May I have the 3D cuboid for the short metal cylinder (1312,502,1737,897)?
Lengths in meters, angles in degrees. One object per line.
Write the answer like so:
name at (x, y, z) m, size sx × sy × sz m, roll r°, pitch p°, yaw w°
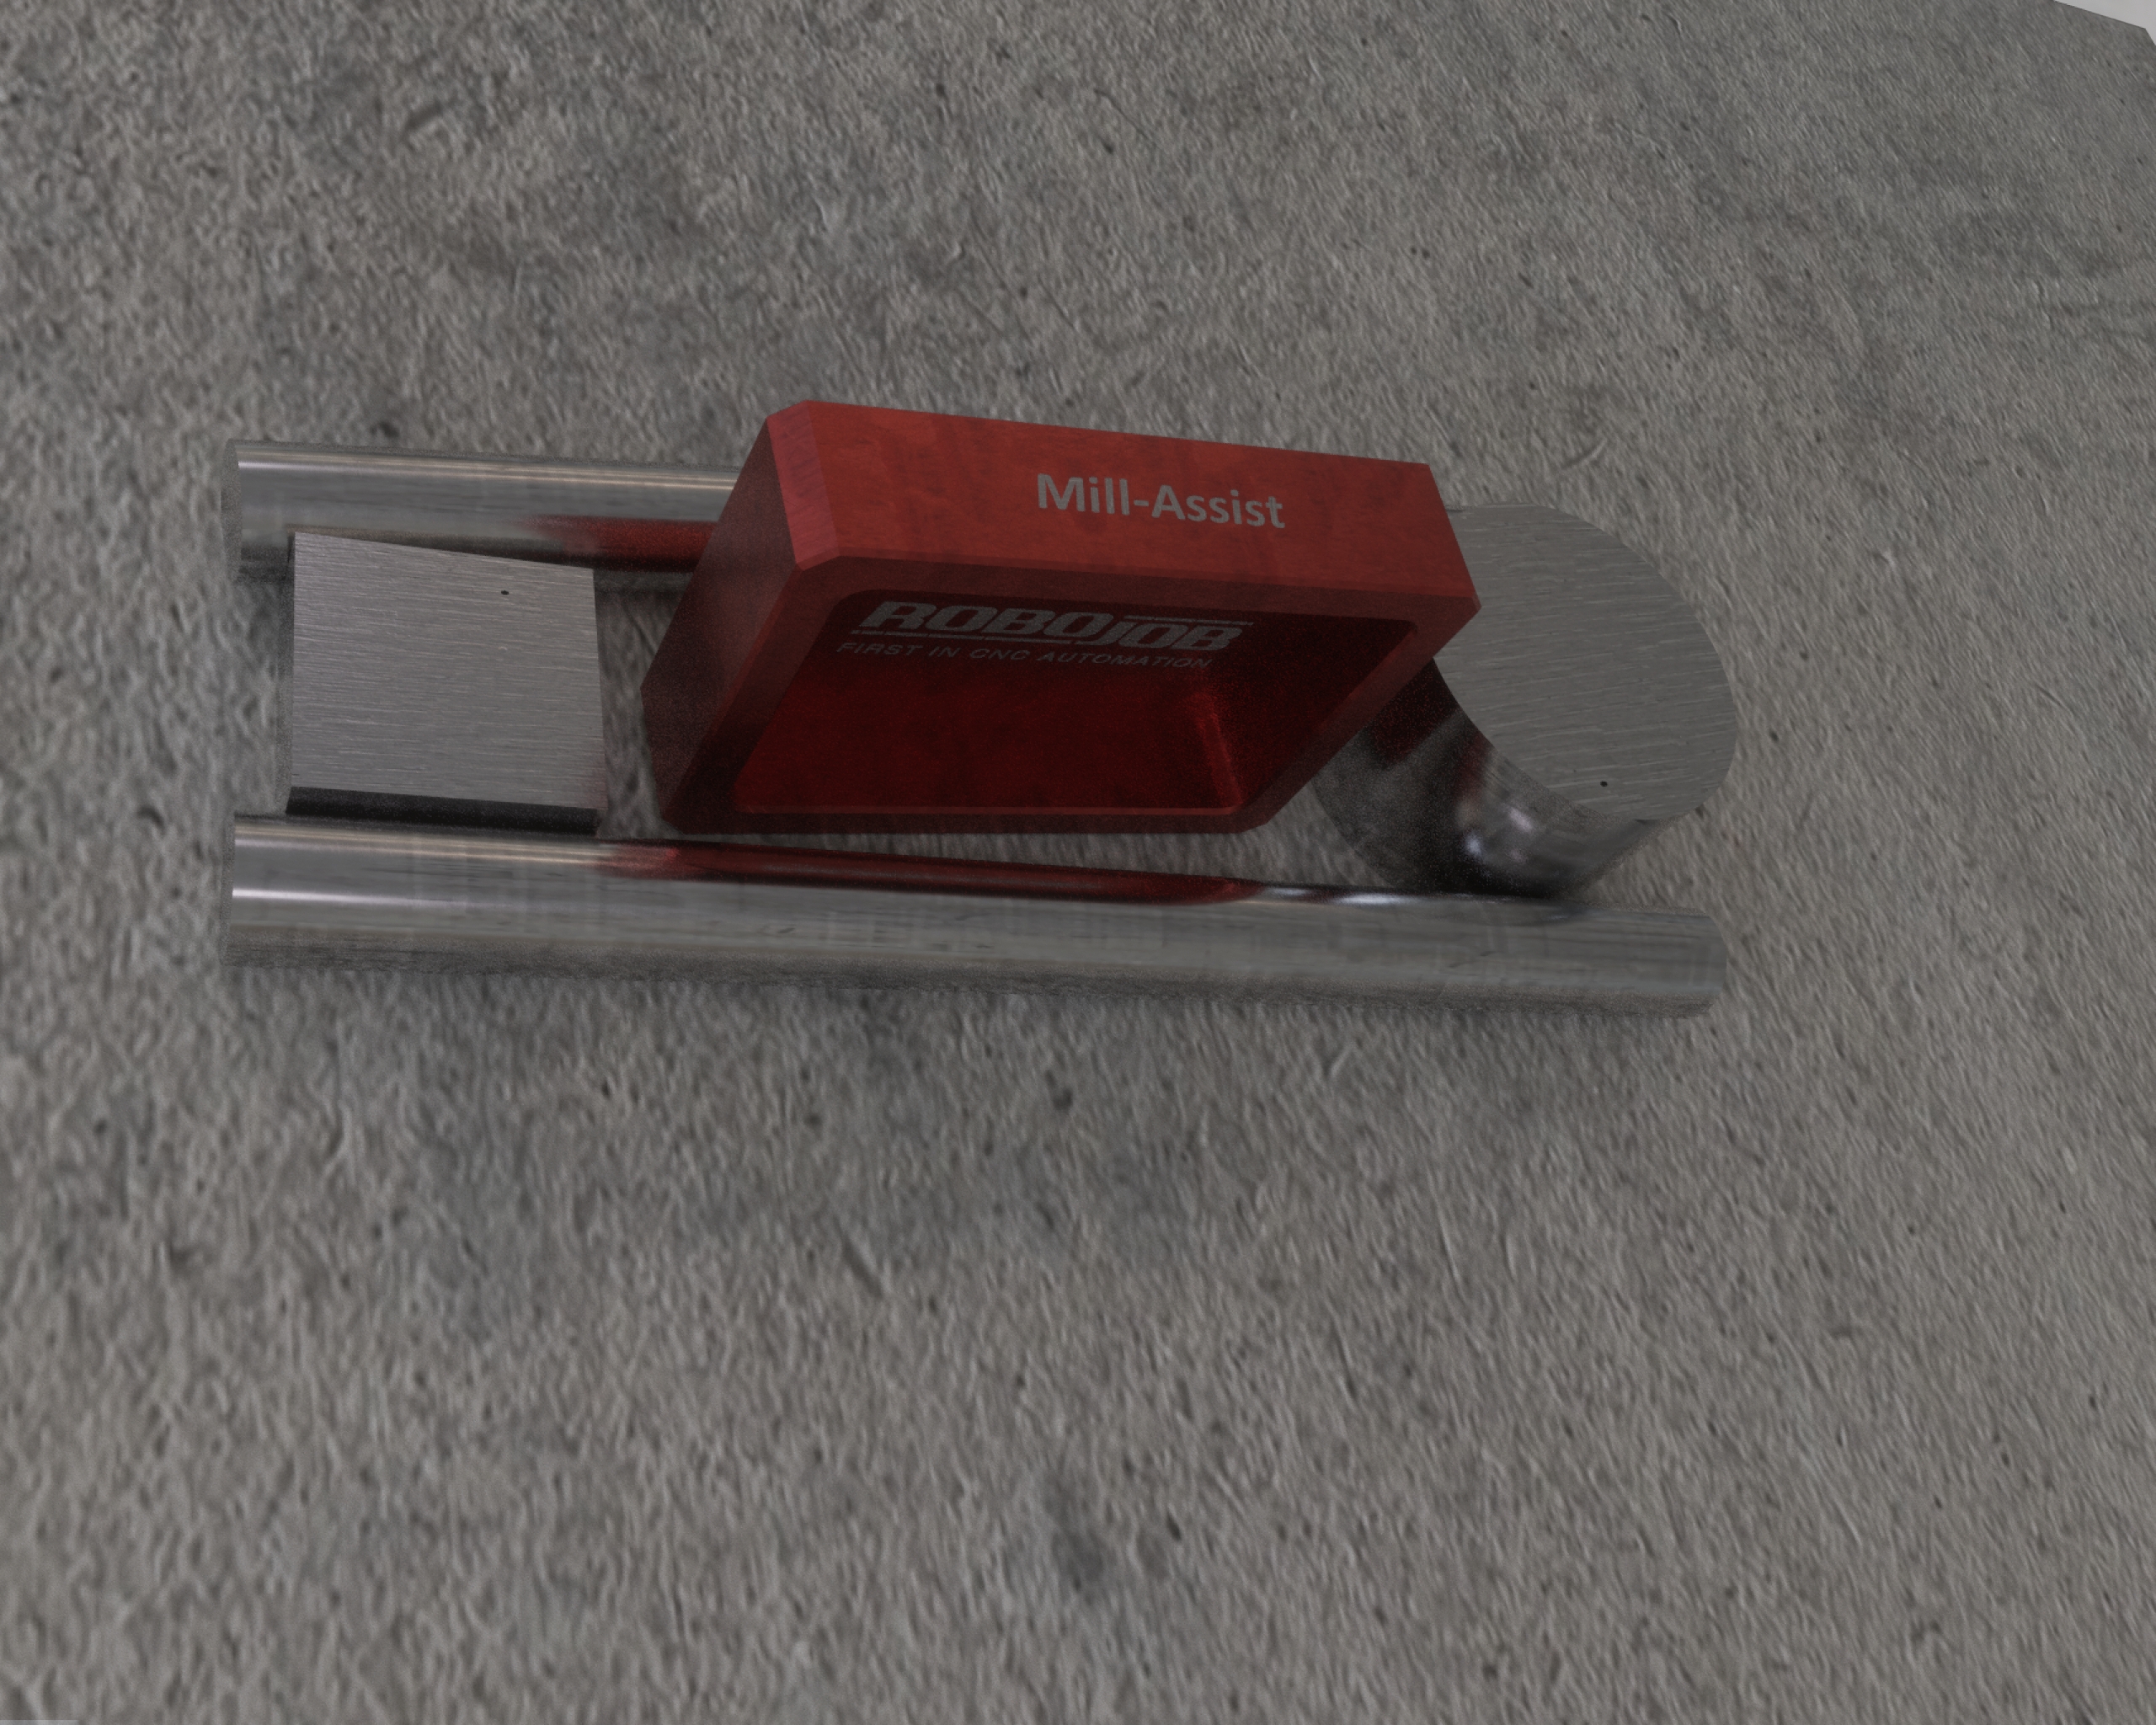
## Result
short metal cylinder at (0.096, -0.032, 0.460) m, size 0.081 × 0.050 × 0.080 m, roll 14°, pitch 56°, yaw -21°

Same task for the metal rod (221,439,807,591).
metal rod at (-0.016, -0.068, 0.438) m, size 0.303 × 0.025 × 0.025 m, roll -3°, pitch 63°, yaw -30°

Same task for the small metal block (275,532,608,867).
small metal block at (-0.111, -0.027, 0.362) m, size 0.050 × 0.025 × 0.050 m, roll 4°, pitch 60°, yaw -26°

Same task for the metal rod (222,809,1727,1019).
metal rod at (0.000, 0.013, 0.398) m, size 0.302 × 0.025 × 0.025 m, roll 4°, pitch 60°, yaw -26°

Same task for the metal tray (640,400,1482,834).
metal tray at (-0.004, -0.039, 0.384) m, size 0.131 × 0.090 × 0.030 m, roll 0°, pitch 62°, yaw -28°
